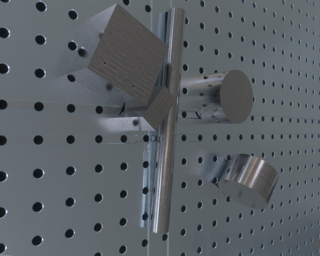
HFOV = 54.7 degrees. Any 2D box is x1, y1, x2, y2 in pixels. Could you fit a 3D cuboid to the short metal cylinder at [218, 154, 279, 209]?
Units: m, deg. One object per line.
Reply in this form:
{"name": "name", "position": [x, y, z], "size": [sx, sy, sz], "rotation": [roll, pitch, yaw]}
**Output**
{"name": "short metal cylinder", "position": [0.140, 0.085, 0.491], "size": [0.080, 0.080, 0.050], "rotation": [49, 61, -29]}

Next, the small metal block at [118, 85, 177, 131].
{"name": "small metal block", "position": [-0.016, -0.024, 0.380], "size": [0.025, 0.050, 0.050], "rotation": [48, 61, -30]}

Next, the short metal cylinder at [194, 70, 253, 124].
{"name": "short metal cylinder", "position": [0.098, -0.046, 0.476], "size": [0.081, 0.050, 0.079], "rotation": [0, 90, -40]}

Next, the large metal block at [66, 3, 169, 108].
{"name": "large metal block", "position": [-0.046, -0.078, 0.354], "size": [0.080, 0.050, 0.080], "rotation": [31, 71, -36]}

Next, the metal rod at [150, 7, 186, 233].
{"name": "metal rod", "position": [0.011, -0.013, 0.418], "size": [0.025, 0.025, 0.298], "rotation": [8, 85, -40]}
